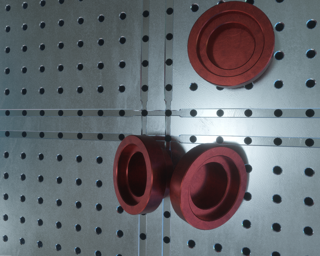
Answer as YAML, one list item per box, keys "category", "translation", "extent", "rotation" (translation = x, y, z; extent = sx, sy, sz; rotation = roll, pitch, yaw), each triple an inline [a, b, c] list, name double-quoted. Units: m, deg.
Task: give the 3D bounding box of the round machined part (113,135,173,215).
- category: "round machined part"
  translation: [-0.019, 0.058, 0.393]
  extent: [0.098, 0.042, 0.097]
  rotation: [-7, 81, 55]

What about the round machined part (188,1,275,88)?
- category: "round machined part"
  translation: [0.086, -0.096, 0.373]
  extent: [0.098, 0.042, 0.097]
  rotation: [0, 90, 19]

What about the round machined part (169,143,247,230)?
- category: "round machined part"
  translation: [0.052, 0.065, 0.366]
  extent: [0.042, 0.099, 0.097]
  rotation: [15, 96, 58]
